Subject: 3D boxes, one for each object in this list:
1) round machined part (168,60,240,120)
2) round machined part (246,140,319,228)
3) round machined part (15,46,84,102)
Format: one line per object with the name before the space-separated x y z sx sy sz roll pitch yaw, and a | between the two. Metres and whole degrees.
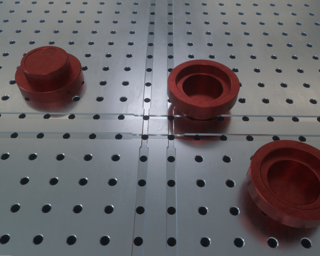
round machined part | 0.060 -0.050 0.439 0.099 0.042 0.098 0 50 0
round machined part | 0.145 0.064 0.344 0.099 0.042 0.098 0 50 0
round machined part | -0.169 -0.088 0.470 0.099 0.042 0.098 0 50 0
